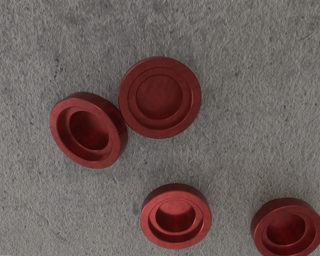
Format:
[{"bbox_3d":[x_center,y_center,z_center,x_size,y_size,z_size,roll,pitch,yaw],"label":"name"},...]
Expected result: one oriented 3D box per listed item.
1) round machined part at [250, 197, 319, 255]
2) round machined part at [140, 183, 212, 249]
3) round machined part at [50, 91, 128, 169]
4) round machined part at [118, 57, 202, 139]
[{"bbox_3d":[0.182,0.143,0.455,0.099,0.042,0.097,0,110,0],"label":"round machined part"},{"bbox_3d":[0.022,0.121,0.445,0.099,0.042,0.097,0,110,0],"label":"round machined part"},{"bbox_3d":[-0.084,-0.001,0.388,0.098,0.042,0.097,11,122,18],"label":"round machined part"},{"bbox_3d":[-0.002,-0.039,0.382,0.099,0.042,0.097,-2,107,-7],"label":"round machined part"}]
